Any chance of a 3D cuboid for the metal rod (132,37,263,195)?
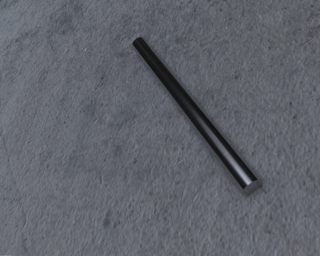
[{"bbox_3d":[0.031,-0.038,0.409,0.025,0.025,0.300,-36,51,4],"label":"metal rod"}]
